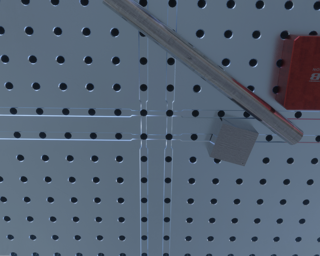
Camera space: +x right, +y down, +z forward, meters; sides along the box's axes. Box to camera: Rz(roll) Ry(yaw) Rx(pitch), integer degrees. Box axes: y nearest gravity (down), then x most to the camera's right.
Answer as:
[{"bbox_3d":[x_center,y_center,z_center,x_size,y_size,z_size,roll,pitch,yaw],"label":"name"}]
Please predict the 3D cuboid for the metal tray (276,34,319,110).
[{"bbox_3d":[0.220,-0.069,0.387,0.131,0.030,0.089,1,110,-1],"label":"metal tray"}]

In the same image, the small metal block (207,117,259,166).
[{"bbox_3d":[0.098,0.019,0.421,0.050,0.025,0.050,16,109,-6],"label":"small metal block"}]

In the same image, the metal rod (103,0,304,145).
[{"bbox_3d":[0.062,-0.071,0.387,0.301,0.025,0.025,34,106,-12],"label":"metal rod"}]
